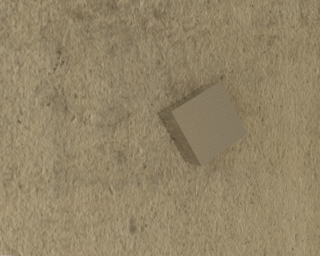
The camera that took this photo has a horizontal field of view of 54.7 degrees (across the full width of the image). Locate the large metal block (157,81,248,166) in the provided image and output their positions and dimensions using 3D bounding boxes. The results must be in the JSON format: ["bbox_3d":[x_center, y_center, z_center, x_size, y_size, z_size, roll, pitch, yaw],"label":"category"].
[{"bbox_3d":[0.057,-0.006,0.418,0.080,0.050,0.080,-33,101,-17],"label":"large metal block"}]
